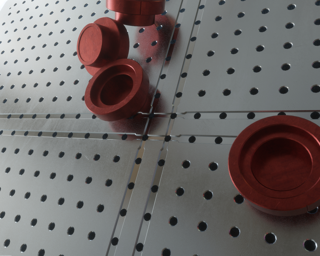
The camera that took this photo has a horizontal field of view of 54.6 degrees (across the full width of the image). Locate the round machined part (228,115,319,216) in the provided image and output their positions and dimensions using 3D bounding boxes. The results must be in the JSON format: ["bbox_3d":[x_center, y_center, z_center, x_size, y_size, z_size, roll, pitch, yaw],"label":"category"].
[{"bbox_3d":[0.122,0.039,0.310,0.098,0.042,0.098,-13,56,21],"label":"round machined part"}]

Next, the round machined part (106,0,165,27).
[{"bbox_3d":[-0.042,-0.200,0.522,0.099,0.042,0.098,5,31,-3],"label":"round machined part"}]

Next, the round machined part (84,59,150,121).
[{"bbox_3d":[-0.059,-0.052,0.461,0.098,0.042,0.098,-13,56,21],"label":"round machined part"}]

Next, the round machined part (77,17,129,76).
[{"bbox_3d":[-0.099,-0.132,0.505,0.098,0.042,0.097,-1,88,41],"label":"round machined part"}]
